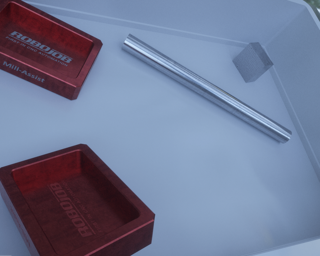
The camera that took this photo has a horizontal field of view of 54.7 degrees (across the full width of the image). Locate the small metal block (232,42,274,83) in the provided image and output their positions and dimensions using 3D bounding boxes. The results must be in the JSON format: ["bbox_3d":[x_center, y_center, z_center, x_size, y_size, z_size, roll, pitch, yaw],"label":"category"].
[{"bbox_3d":[0.165,-0.116,0.552,0.025,0.050,0.050,-15,70,-34],"label":"small metal block"}]

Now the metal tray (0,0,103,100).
[{"bbox_3d":[-0.148,-0.100,0.384,0.131,0.030,0.090,24,53,-14],"label":"metal tray"}]

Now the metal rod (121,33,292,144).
[{"bbox_3d":[0.079,-0.057,0.484,0.301,0.025,0.025,29,52,-10],"label":"metal rod"}]

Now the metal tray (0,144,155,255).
[{"bbox_3d":[-0.078,0.068,0.276,0.091,0.030,0.130,-18,38,-35],"label":"metal tray"}]
